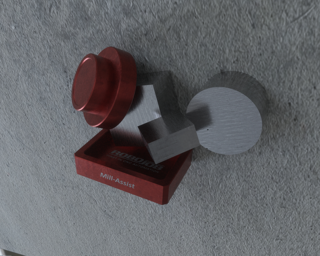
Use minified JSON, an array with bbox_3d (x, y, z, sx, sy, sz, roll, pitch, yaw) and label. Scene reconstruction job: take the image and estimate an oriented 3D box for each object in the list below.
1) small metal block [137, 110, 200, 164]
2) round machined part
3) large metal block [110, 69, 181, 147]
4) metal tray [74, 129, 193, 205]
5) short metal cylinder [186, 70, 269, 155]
[{"bbox_3d":[0.008,0.008,0.334,0.050,0.050,0.025,-23,115,-7],"label":"small metal block"},{"bbox_3d":[-0.072,-0.050,0.367,0.042,0.098,0.098,13,140,-36],"label":"round machined part"},{"bbox_3d":[-0.023,-0.023,0.391,0.080,0.050,0.080,-1,118,29],"label":"large metal block"},{"bbox_3d":[-0.033,0.042,0.409,0.130,0.090,0.030,16,125,19],"label":"metal tray"},{"bbox_3d":[0.075,-0.017,0.343,0.080,0.050,0.079,13,124,21],"label":"short metal cylinder"}]
